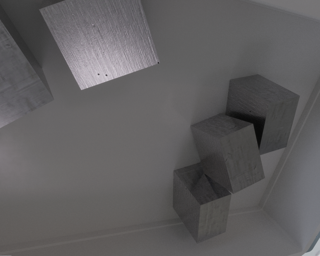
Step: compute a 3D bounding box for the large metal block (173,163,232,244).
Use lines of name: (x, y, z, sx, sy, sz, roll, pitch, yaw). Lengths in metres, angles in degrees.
large metal block: (0.061, 0.112, 0.476, 0.050, 0.080, 0.079, -14, 125, -21)

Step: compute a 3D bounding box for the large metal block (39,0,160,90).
large metal block: (-0.054, -0.094, 0.293, 0.080, 0.050, 0.080, -19, 128, 0)

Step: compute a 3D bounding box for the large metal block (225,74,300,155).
large metal block: (0.138, -0.021, 0.435, 0.050, 0.080, 0.079, -13, 124, -21)

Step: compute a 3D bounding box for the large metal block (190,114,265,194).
large metal block: (0.092, 0.032, 0.429, 0.050, 0.080, 0.080, -23, 109, -15)

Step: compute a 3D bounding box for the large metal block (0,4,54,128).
large metal block: (-0.139, -0.059, 0.260, 0.050, 0.080, 0.080, -30, 129, -9)
